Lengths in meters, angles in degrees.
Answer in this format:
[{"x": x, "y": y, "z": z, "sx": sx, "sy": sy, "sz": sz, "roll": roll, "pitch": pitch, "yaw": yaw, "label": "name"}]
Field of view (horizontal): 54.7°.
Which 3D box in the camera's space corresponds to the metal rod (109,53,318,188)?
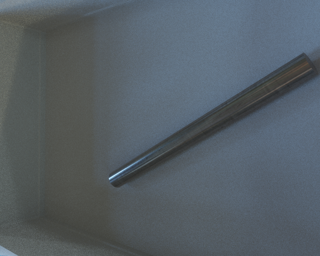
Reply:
[{"x": 0.038, "y": 0.008, "z": 0.373, "sx": 0.299, "sy": 0.025, "sz": 0.025, "roll": -34, "pitch": 70, "yaw": 34, "label": "metal rod"}]
